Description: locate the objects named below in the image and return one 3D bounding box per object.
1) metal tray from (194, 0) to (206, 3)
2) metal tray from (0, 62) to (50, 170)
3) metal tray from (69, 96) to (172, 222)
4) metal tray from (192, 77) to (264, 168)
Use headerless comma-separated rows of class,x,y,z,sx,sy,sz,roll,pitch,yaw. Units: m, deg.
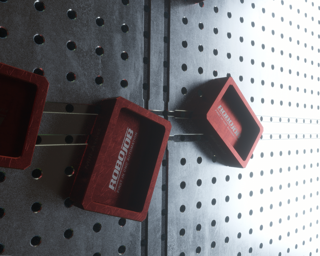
metal tray,0.037,-0.255,0.437,0.131,0.030,0.090,29,72,-37
metal tray,-0.171,-0.018,0.262,0.131,0.030,0.090,16,80,-39
metal tray,-0.042,0.038,0.371,0.090,0.030,0.130,26,74,-37
metal tray,0.114,-0.007,0.504,0.130,0.030,0.090,49,61,-29
